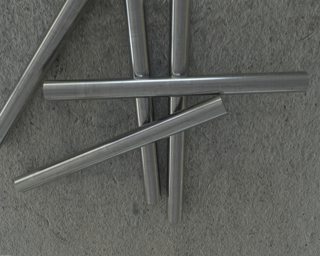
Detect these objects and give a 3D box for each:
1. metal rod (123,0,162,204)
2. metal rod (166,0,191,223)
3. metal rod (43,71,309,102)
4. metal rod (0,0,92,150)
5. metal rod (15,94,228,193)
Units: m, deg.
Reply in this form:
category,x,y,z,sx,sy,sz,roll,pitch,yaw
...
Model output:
category,x,y,z,sx,sy,sz,roll,pitch,yaw
metal rod,-0.021,-0.037,0.395,0.025,0.025,0.298,-4,110,1
metal rod,0.022,-0.008,0.406,0.025,0.025,0.298,0,110,0
metal rod,0.018,-0.049,0.363,0.302,0.025,0.025,-2,110,0
metal rod,-0.137,-0.091,0.374,0.025,0.025,0.299,35,106,-12
metal rod,-0.061,0.026,0.397,0.300,0.025,0.025,-22,109,16
